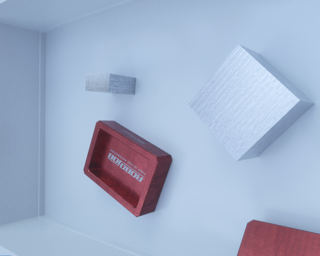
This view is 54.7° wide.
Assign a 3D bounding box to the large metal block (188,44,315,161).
[{"bbox_3d":[0.090,-0.024,0.315,0.080,0.050,0.080,-51,60,27],"label":"large metal block"}]

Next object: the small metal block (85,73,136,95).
[{"bbox_3d":[-0.071,-0.063,0.447,0.050,0.050,0.025,8,96,39],"label":"small metal block"}]

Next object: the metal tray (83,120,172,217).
[{"bbox_3d":[-0.051,0.053,0.443,0.130,0.030,0.089,29,108,36],"label":"metal tray"}]

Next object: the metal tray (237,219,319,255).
[{"bbox_3d":[0.129,0.137,0.263,0.130,0.030,0.090,2,50,39],"label":"metal tray"}]
